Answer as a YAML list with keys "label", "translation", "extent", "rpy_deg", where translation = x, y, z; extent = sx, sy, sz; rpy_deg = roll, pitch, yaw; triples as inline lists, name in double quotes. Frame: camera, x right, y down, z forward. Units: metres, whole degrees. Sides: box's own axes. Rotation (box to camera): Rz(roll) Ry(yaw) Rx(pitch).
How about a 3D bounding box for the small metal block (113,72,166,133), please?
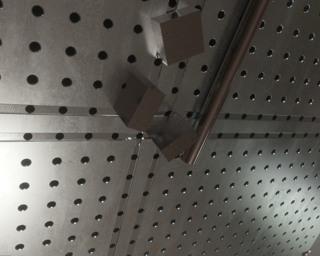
- label: "small metal block"
  translation: [-0.026, -0.031, 0.363]
  extent: [0.025, 0.050, 0.050]
  rpy_deg: [19, 108, -36]

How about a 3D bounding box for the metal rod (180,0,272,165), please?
- label: "metal rod"
  translation: [0.094, -0.081, 0.414]
  extent: [0.025, 0.025, 0.298]
  rpy_deg: [8, 114, -32]

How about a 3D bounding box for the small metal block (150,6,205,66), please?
- label: "small metal block"
  translation: [0.021, -0.107, 0.358]
  extent: [0.050, 0.025, 0.050]
  rpy_deg: [-24, 127, -14]

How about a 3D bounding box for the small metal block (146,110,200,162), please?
- label: "small metal block"
  translation: [0.016, 0.010, 0.411]
  extent: [0.050, 0.050, 0.025]
  rpy_deg: [-36, 130, -5]
